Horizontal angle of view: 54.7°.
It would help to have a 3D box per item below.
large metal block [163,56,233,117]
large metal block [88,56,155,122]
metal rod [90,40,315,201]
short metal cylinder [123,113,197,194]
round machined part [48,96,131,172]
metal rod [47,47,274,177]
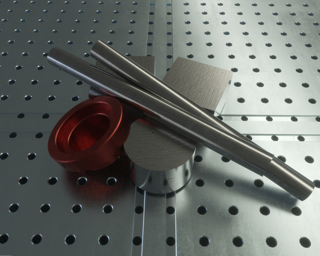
[{"bbox_3d":[0.046,-0.045,0.423,0.080,0.050,0.080,19,53,15],"label":"large metal block"},{"bbox_3d":[-0.048,-0.055,0.428,0.081,0.050,0.080,1,50,0],"label":"large metal block"},{"bbox_3d":[0.042,-0.014,0.366,0.300,0.025,0.025,35,57,9],"label":"metal rod"},{"bbox_3d":[0.000,0.029,0.361,0.081,0.050,0.080,0,50,0],"label":"short metal cylinder"},{"bbox_3d":[-0.078,0.011,0.367,0.098,0.042,0.098,-16,44,17],"label":"round machined part"},{"bbox_3d":[-0.016,-0.029,0.360,0.300,0.025,0.025,28,56,20],"label":"metal rod"}]
